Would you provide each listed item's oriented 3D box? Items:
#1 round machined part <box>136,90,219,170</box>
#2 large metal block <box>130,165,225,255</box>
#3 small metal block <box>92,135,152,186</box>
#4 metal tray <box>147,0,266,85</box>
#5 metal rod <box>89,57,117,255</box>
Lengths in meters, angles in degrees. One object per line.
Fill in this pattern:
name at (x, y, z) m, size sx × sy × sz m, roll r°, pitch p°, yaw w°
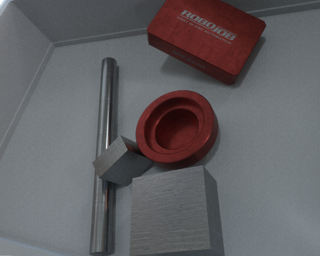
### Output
round machined part at (0.024, 0.006, 0.378) m, size 0.098 × 0.042 × 0.098 m, roll -13°, pitch 56°, yaw 20°
large metal block at (0.017, 0.092, 0.323) m, size 0.080 × 0.050 × 0.080 m, roll -14°, pitch 56°, yaw 20°
small metal block at (-0.045, 0.042, 0.380) m, size 0.050 × 0.050 × 0.025 m, roll -44°, pitch 50°, yaw 13°
metal tray at (0.060, -0.126, 0.410) m, size 0.130 × 0.030 × 0.090 m, roll 29°, pitch 76°, yaw 8°
metal rod at (-0.076, 0.017, 0.432) m, size 0.025 × 0.025 × 0.299 m, roll -16°, pitch 55°, yaw 19°
